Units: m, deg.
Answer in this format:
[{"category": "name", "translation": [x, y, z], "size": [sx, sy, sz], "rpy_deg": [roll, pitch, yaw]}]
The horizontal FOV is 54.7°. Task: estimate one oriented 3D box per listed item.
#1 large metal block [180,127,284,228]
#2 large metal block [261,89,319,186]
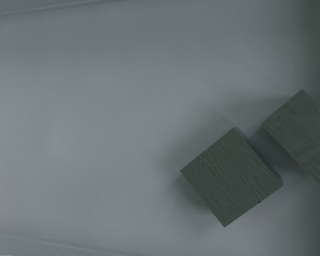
[{"category": "large metal block", "translation": [0.085, 0.055, 0.367], "size": [0.080, 0.050, 0.080], "rpy_deg": [-42, 77, 15]}, {"category": "large metal block", "translation": [0.155, 0.009, 0.326], "size": [0.050, 0.080, 0.080], "rpy_deg": [-44, 77, 15]}]
